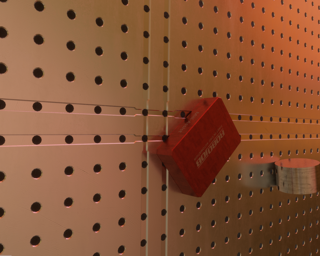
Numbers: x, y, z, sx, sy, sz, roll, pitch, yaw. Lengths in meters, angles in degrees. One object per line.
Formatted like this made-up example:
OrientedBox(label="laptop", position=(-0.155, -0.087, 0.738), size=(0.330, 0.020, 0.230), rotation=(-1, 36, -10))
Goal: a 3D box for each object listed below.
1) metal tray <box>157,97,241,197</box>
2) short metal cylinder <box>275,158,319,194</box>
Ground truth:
OrientedBox(label="metal tray", position=(0.064, 0.026, 0.462), size=(0.131, 0.030, 0.090), rotation=(-47, 118, -30))
OrientedBox(label="short metal cylinder", position=(0.268, 0.092, 0.602), size=(0.081, 0.080, 0.050), rotation=(-10, 97, -40))
